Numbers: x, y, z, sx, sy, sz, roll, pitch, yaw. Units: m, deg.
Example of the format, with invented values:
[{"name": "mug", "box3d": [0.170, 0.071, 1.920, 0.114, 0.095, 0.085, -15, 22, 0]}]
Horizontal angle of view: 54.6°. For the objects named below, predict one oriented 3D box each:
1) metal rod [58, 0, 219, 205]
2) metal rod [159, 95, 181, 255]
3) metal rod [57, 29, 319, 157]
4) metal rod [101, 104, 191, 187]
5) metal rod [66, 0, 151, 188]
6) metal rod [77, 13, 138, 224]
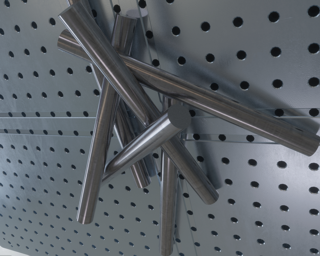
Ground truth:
[{"name": "metal rod", "box3d": [-0.006, -0.006, 0.360, 0.025, 0.025, 0.300, -14, 127, 34]}, {"name": "metal rod", "box3d": [0.013, 0.085, 0.457, 0.025, 0.025, 0.298, 15, 125, 20]}, {"name": "metal rod", "box3d": [0.028, -0.040, 0.344, 0.301, 0.025, 0.025, 23, 128, 3]}, {"name": "metal rod", "box3d": [-0.048, 0.042, 0.409, 0.025, 0.025, 0.299, 46, 146, -4]}, {"name": "metal rod", "box3d": [-0.066, -0.046, 0.418, 0.025, 0.025, 0.299, -3, 117, 30]}, {"name": "metal rod", "box3d": [-0.076, 0.005, 0.411, 0.025, 0.025, 0.298, 22, 113, 15]}]
